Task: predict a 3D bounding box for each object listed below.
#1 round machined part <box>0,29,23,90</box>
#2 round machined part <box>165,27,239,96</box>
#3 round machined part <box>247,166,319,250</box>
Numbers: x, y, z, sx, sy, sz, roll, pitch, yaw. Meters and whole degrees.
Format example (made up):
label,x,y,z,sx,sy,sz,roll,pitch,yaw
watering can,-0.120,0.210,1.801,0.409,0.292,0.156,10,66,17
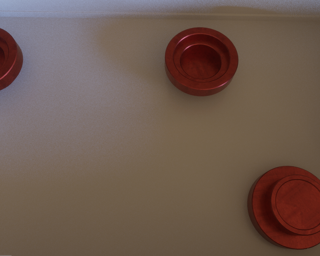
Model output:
label,x,y,z,sx,sy,sz,roll,pitch,yaw
round machined part,-0.240,-0.089,0.430,0.099,0.042,0.098,0,70,-1
round machined part,0.056,-0.088,0.433,0.099,0.042,0.098,0,70,-1
round machined part,0.159,0.093,0.369,0.099,0.042,0.098,0,70,-1
